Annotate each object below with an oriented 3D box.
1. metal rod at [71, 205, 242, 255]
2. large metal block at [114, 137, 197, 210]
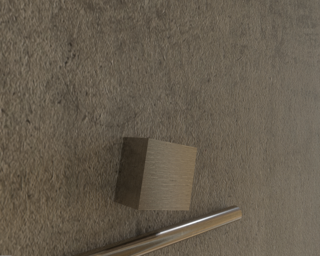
[{"bbox_3d":[0.010,0.145,0.415,0.302,0.025,0.025,-2,92,-40],"label":"metal rod"},{"bbox_3d":[-0.004,0.057,0.387,0.081,0.050,0.080,13,82,-40],"label":"large metal block"}]
